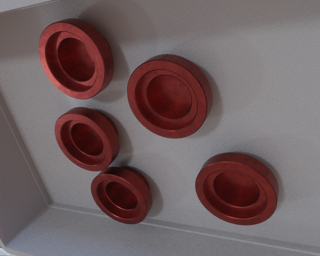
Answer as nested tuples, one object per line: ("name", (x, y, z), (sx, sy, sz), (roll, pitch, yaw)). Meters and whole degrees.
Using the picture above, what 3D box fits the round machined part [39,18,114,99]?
("round machined part", (-0.100, -0.089, 0.394), (0.098, 0.042, 0.097), (13, 124, 20))

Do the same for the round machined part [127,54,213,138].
("round machined part", (0.014, -0.040, 0.364), (0.098, 0.042, 0.097), (13, 124, 20))

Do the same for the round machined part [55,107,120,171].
("round machined part", (-0.102, 0.013, 0.457), (0.098, 0.042, 0.097), (13, 124, 20))

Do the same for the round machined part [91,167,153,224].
("round machined part", (-0.055, 0.100, 0.487), (0.098, 0.042, 0.097), (13, 124, 20))

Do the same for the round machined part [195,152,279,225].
("round machined part", (0.098, 0.071, 0.389), (0.098, 0.042, 0.097), (13, 124, 20))
